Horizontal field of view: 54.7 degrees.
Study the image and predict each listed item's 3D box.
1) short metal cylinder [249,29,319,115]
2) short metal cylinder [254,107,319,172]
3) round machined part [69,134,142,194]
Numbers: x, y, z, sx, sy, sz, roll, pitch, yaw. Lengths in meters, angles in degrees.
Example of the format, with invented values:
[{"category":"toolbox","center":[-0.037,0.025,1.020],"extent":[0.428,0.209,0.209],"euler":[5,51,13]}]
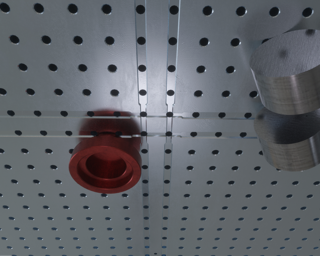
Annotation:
[{"category":"short metal cylinder","center":[0.141,-0.059,0.326],"extent":[0.080,0.080,0.050],"euler":[-20,128,16]},{"category":"short metal cylinder","center":[0.163,0.007,0.383],"extent":[0.080,0.080,0.050],"euler":[-19,128,15]},{"category":"round machined part","center":[-0.075,0.046,0.439],"extent":[0.099,0.042,0.097],"euler":[0,130,0]}]
